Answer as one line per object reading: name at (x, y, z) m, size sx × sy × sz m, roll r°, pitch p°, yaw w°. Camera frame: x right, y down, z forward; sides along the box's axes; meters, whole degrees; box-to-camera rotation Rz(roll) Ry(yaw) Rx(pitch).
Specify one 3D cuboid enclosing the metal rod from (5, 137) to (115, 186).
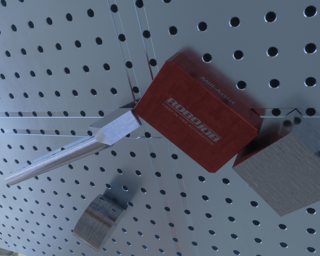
metal rod at (-0.190, 0.061, 0.546) m, size 0.300 × 0.025 × 0.025 m, roll -21°, pitch 107°, yaw 35°

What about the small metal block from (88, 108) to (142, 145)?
small metal block at (-0.060, -0.003, 0.411) m, size 0.050 × 0.050 × 0.025 m, roll 6°, pitch 126°, yaw 60°

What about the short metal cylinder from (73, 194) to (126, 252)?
short metal cylinder at (-0.102, 0.160, 0.527) m, size 0.050 × 0.080 × 0.079 m, roll 31°, pitch 128°, yaw 8°

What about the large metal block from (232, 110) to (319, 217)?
large metal block at (0.143, 0.041, 0.345) m, size 0.080 × 0.050 × 0.080 m, roll 45°, pitch 129°, yaw -4°

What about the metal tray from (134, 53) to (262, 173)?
metal tray at (0.043, -0.015, 0.375) m, size 0.130 × 0.030 × 0.089 m, roll 39°, pitch 129°, yaw 1°
